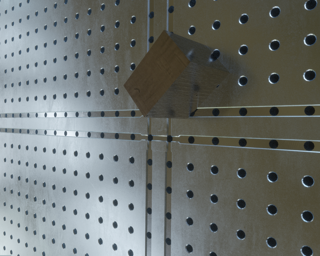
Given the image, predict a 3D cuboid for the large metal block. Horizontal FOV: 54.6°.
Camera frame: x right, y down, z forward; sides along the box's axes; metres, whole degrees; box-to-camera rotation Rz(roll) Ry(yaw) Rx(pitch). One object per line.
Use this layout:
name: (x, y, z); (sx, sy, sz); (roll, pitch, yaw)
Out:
large metal block: (0.020, -0.056, 0.358); (0.080, 0.081, 0.050); (-49, 61, 29)
